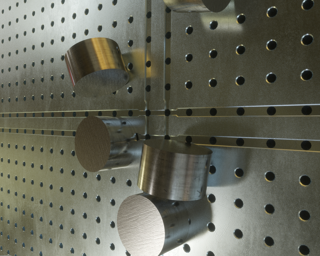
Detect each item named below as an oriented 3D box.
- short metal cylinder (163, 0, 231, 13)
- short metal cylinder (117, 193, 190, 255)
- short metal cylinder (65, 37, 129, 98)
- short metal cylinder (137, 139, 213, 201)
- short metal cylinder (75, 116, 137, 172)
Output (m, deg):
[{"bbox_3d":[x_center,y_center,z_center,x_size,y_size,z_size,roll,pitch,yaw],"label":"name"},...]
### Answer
[{"bbox_3d":[0.042,-0.168,0.338,0.050,0.081,0.079,17,101,38],"label":"short metal cylinder"},{"bbox_3d":[-0.009,0.122,0.399,0.080,0.050,0.079,0,90,39],"label":"short metal cylinder"},{"bbox_3d":[-0.090,-0.085,0.446,0.080,0.081,0.050,-31,71,35],"label":"short metal cylinder"},{"bbox_3d":[0.017,0.045,0.358,0.080,0.081,0.050,14,99,39],"label":"short metal cylinder"},{"bbox_3d":[-0.081,0.022,0.457,0.080,0.050,0.079,0,90,39],"label":"short metal cylinder"}]
